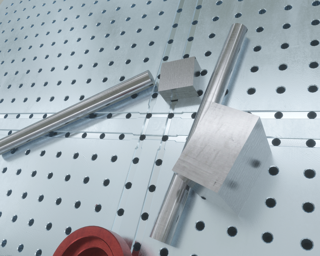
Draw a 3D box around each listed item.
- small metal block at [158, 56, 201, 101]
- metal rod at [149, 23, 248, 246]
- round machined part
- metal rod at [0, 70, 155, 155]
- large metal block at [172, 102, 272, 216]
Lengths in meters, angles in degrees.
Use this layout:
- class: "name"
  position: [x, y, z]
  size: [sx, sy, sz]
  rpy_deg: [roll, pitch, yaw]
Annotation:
- class: "small metal block"
  position: [0.028, -0.069, 0.435]
  size: [0.050, 0.025, 0.050]
  rpy_deg: [-7, 59, 24]
- class: "metal rod"
  position: [0.055, -0.008, 0.383]
  size: [0.025, 0.025, 0.300]
  rpy_deg: [10, 67, 32]
- class: "round machined part"
  position: [-0.071, 0.160, 0.335]
  size: [0.098, 0.042, 0.098]
  rpy_deg: [-13, 56, 20]
- class: "metal rod"
  position: [-0.147, -0.019, 0.494]
  size: [0.301, 0.025, 0.025]
  rpy_deg: [-23, 54, 14]
- class: "large metal block"
  position: [0.067, 0.033, 0.317]
  size: [0.050, 0.080, 0.080]
  rpy_deg: [23, 74, 36]
